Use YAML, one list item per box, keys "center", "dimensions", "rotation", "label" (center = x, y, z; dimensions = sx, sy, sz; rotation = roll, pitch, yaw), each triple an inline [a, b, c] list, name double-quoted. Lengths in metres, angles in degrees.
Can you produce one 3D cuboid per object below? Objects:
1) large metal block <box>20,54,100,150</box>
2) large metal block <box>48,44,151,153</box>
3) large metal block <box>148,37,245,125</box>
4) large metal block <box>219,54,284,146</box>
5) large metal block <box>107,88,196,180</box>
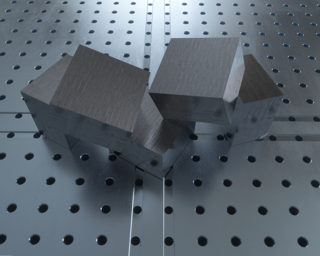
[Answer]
- center: [-0.118, -0.034, 0.398]
  dimensions: [0.050, 0.080, 0.080]
  rotation: [24, 54, 18]
  label: "large metal block"
- center: [-0.064, -0.030, 0.331]
  dimensions: [0.080, 0.050, 0.080]
  rotation: [20, 57, -10]
  label: "large metal block"
- center: [0.044, -0.054, 0.347]
  dimensions: [0.080, 0.050, 0.080]
  rotation: [7, 62, 25]
  label: "large metal block"
- center: [0.106, -0.036, 0.404]
  dimensions: [0.050, 0.080, 0.080]
  rotation: [-13, 51, -11]
  label: "large metal block"
- center: [-0.010, 0.004, 0.387]
  dimensions: [0.080, 0.050, 0.080]
  rotation: [26, 54, 19]
  label: "large metal block"
